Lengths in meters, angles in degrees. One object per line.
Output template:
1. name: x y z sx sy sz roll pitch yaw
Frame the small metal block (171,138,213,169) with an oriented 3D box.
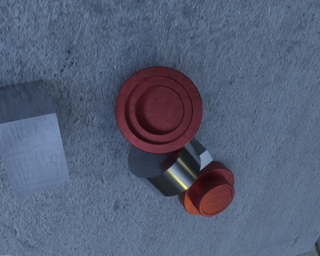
1. small metal block: 0.038 0.040 0.438 0.050 0.050 0.025 -39 131 -3

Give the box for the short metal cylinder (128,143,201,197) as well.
1. short metal cylinder: 0.006 0.041 0.401 0.080 0.080 0.050 -41 131 -1

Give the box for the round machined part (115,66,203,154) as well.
1. round machined part: 0.001 -0.021 0.363 0.099 0.042 0.097 1 94 8

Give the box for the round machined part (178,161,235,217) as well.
1. round machined part: 0.083 0.107 0.509 0.099 0.042 0.097 -14 125 -21

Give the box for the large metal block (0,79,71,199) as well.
1. large metal block: -0.128 0.007 0.306 0.050 0.080 0.079 -14 125 -21
